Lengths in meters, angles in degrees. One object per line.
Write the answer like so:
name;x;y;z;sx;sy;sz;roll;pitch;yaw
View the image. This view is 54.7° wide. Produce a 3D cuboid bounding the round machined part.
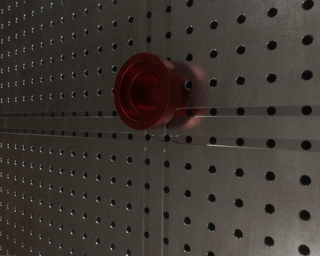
round machined part;-0.012;-0.046;0.406;0.098;0.042;0.097;0;90;39
